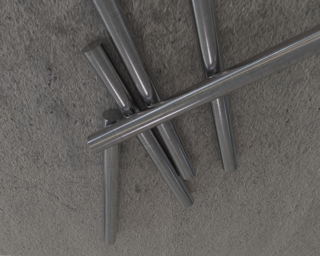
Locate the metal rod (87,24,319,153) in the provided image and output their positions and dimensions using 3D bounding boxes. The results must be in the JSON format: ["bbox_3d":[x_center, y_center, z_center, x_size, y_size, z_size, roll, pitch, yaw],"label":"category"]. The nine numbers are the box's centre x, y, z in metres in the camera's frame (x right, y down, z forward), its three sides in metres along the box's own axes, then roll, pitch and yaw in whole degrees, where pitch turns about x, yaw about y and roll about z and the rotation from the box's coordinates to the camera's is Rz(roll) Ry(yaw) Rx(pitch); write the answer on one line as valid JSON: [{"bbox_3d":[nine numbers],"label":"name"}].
[{"bbox_3d":[0.047,-0.038,0.340,0.300,0.025,0.025,-24,126,19],"label":"metal rod"}]

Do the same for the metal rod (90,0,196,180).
[{"bbox_3d":[-0.011,-0.039,0.373,0.025,0.025,0.299,-16,129,13],"label":"metal rod"}]

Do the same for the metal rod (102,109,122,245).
[{"bbox_3d":[-0.078,0.096,0.487,0.025,0.025,0.298,5,130,-4],"label":"metal rod"}]

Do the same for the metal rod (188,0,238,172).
[{"bbox_3d":[0.064,-0.055,0.360,0.025,0.025,0.299,-12,130,9],"label":"metal rod"}]

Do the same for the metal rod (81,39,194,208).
[{"bbox_3d":[-0.014,0.017,0.420,0.025,0.025,0.299,-18,128,15],"label":"metal rod"}]
